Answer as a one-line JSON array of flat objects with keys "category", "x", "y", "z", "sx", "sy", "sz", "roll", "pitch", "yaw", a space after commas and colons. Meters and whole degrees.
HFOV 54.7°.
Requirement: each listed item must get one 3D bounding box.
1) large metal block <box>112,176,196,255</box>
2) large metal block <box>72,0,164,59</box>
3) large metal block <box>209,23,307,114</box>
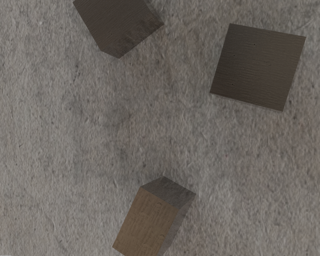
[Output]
[{"category": "large metal block", "x": -0.004, "y": 0.112, "z": 0.380, "sx": 0.050, "sy": 0.080, "sz": 0.080, "roll": 27, "pitch": 99, "yaw": 17}, {"category": "large metal block", "x": -0.055, "y": -0.153, "z": 0.414, "sx": 0.080, "sy": 0.050, "sz": 0.080, "roll": -33, "pitch": 80, "yaw": 16}, {"category": "large metal block", "x": 0.111, "y": -0.067, "z": 0.356, "sx": 0.080, "sy": 0.050, "sz": 0.080, "roll": 17, "pitch": 96, "yaw": 18}]
